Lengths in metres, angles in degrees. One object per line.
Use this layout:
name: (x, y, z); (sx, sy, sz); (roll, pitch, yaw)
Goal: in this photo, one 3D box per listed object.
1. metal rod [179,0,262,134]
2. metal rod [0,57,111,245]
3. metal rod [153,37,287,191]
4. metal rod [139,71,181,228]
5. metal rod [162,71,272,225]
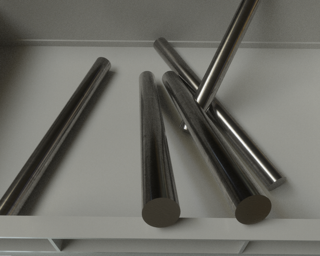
metal rod: (0.102, -0.128, 0.424); (0.025, 0.025, 0.299); (24, 82, 19)
metal rod: (-0.131, 0.008, 0.396); (0.025, 0.025, 0.300); (13, 51, 10)
metal rod: (0.067, -0.039, 0.438); (0.025, 0.025, 0.300); (-21, 53, -17)
metal rod: (-0.009, -0.010, 0.335); (0.025, 0.025, 0.300); (-3, 26, -3)
metal rod: (0.038, -0.010, 0.337); (0.025, 0.025, 0.300); (-7, 26, -6)
